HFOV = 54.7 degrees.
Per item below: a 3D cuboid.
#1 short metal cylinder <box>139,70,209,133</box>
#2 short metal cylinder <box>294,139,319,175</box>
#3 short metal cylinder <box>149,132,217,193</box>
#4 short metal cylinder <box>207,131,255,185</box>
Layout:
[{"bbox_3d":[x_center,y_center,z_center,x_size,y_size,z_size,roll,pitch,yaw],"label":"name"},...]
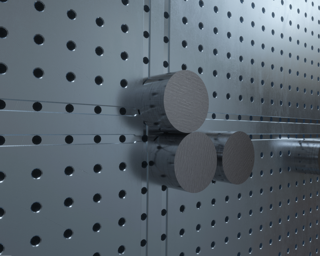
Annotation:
[{"bbox_3d":[0.019,-0.034,0.411,0.081,0.050,0.079,0,91,-40],"label":"short metal cylinder"},{"bbox_3d":[0.340,0.064,0.683,0.081,0.050,0.079,0,90,-40],"label":"short metal cylinder"},{"bbox_3d":[0.032,0.044,0.422,0.081,0.050,0.079,0,90,-40],"label":"short metal cylinder"},{"bbox_3d":[0.103,0.044,0.482,0.081,0.050,0.079,0,90,-40],"label":"short metal cylinder"}]
